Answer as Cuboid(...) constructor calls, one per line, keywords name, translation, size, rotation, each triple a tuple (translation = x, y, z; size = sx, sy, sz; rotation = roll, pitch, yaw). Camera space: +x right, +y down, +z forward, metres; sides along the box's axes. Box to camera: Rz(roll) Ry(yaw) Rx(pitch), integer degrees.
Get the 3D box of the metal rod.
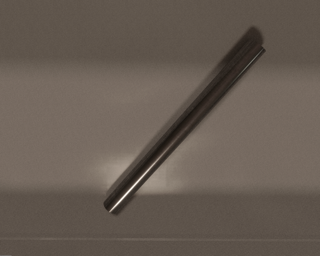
Cuboid(name="metal rod", translation=(0.023, 0.007, 0.414), size=(0.025, 0.025, 0.299), rotation=(38, 105, -13))
